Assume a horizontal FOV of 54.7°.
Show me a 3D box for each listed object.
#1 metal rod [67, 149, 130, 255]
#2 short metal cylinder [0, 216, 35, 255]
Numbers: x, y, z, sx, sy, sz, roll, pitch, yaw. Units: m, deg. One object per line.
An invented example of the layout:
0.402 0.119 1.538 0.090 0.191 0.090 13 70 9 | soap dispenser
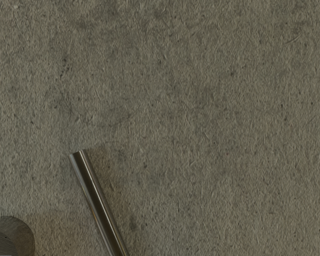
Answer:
-0.053 0.170 0.409 0.025 0.025 0.299 -23 90 0 | metal rod
-0.210 0.159 0.396 0.081 0.050 0.080 0 90 0 | short metal cylinder
